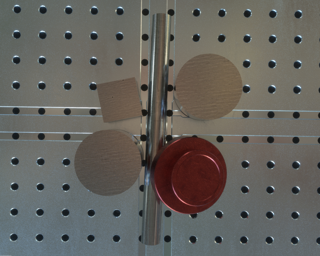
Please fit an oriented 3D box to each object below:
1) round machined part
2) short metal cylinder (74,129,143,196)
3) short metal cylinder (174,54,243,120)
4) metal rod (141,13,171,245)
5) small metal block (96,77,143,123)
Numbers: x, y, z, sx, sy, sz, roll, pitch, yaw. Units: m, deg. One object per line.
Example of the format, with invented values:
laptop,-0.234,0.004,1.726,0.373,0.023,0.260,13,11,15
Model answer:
round machined part,0.041,0.060,0.389,0.099,0.042,0.097,0,90,-16
short metal cylinder,-0.062,0.042,0.396,0.081,0.050,0.079,0,90,0
short metal cylinder,0.059,-0.050,0.397,0.081,0.050,0.079,0,90,0
metal rod,-0.005,0.002,0.409,0.025,0.025,0.298,3,90,0
small metal block,-0.052,-0.036,0.409,0.050,0.025,0.050,-11,90,0
